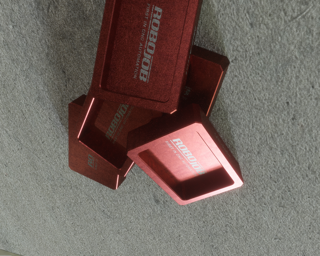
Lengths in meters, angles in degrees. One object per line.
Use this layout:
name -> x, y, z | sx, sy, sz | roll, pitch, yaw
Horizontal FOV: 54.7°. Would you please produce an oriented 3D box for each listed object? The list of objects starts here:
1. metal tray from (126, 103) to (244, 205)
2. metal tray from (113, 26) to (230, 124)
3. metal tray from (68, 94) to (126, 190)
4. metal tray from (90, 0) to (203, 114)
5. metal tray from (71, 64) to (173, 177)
metal tray -> 0.033, 0.038, 0.366 | 0.090, 0.030, 0.130 | -24, 131, 19
metal tray -> 0.004, -0.060, 0.365 | 0.130, 0.030, 0.089 | 24, 127, 13
metal tray -> -0.091, 0.024, 0.465 | 0.090, 0.030, 0.129 | 22, 127, 14
metal tray -> -0.013, -0.086, 0.313 | 0.090, 0.030, 0.129 | 12, 96, 9
metal tray -> -0.052, -0.007, 0.388 | 0.090, 0.030, 0.129 | 36, 129, 4
